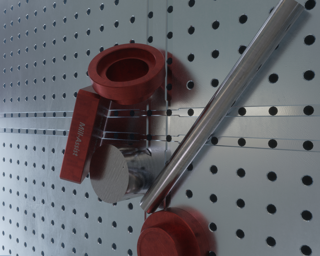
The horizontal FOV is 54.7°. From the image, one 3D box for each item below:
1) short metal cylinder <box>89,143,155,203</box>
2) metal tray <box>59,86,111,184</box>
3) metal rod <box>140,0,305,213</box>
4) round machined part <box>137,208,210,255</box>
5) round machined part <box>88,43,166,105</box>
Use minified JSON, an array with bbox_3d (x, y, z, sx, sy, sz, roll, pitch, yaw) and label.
[{"bbox_3d":[-0.054,0.062,0.438,0.080,0.050,0.079,0,90,40],"label":"short metal cylinder"},{"bbox_3d":[-0.106,0.005,0.454,0.030,0.090,0.129,16,103,-1],"label":"metal tray"},{"bbox_3d":[0.057,-0.008,0.362,0.025,0.025,0.298,47,118,29],"label":"metal rod"},{"bbox_3d":[0.009,0.154,0.391,0.098,0.042,0.097,0,90,40],"label":"round machined part"},{"bbox_3d":[-0.041,-0.068,0.409,0.098,0.099,0.042,36,149,34],"label":"round machined part"}]
